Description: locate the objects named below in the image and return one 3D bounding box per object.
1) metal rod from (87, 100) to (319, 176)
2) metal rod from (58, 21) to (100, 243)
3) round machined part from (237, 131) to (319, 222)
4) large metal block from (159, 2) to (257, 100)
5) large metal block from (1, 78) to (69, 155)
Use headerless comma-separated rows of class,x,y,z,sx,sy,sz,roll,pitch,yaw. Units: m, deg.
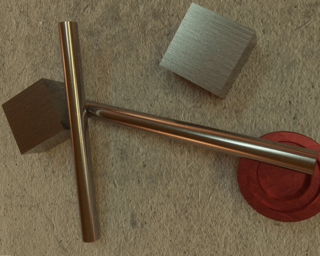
metal rod,0.023,0.003,0.371,0.300,0.025,0.025,14,95,29
metal rod,-0.110,0.011,0.424,0.025,0.025,0.298,-2,98,19
round machined part,0.140,0.052,0.351,0.098,0.042,0.097,0,90,19
large metal block,0.059,-0.090,0.374,0.080,0.050,0.080,31,100,17
large metal block,-0.170,-0.016,0.454,0.080,0.050,0.080,-28,81,17
